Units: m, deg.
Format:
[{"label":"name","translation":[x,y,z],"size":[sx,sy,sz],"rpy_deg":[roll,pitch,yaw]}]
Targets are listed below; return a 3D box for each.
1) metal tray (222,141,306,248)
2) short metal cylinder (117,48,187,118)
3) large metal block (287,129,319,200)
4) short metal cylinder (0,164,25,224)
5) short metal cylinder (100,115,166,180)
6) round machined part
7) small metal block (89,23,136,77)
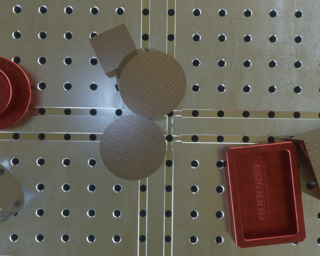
[{"label":"metal tray","translation":[0.136,0.086,0.411],"size":[0.091,0.030,0.129],"rpy_deg":[-6,90,0]},{"label":"short metal cylinder","translation":[-0.013,-0.058,0.388],"size":[0.081,0.050,0.079],"rpy_deg":[-4,109,-11]},{"label":"large metal block","translation":[0.226,0.040,0.402],"size":[0.080,0.050,0.080],"rpy_deg":[-18,90,0]},{"label":"short metal cylinder","translation":[-0.218,0.085,0.384],"size":[0.050,0.080,0.080],"rpy_deg":[-36,90,0]},{"label":"short metal cylinder","translation":[-0.033,0.024,0.400],"size":[0.081,0.050,0.080],"rpy_deg":[0,90,0]},{"label":"round machined part","translation":[-0.218,-0.045,0.403],"size":[0.099,0.042,0.097],"rpy_deg":[0,90,0]},{"label":"small metal block","translation":[-0.059,-0.103,0.413],"size":[0.050,0.025,0.050],"rpy_deg":[-24,90,0]}]
